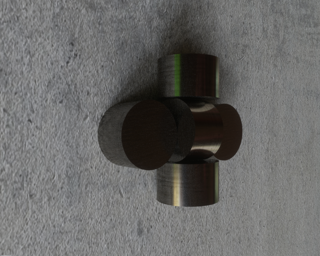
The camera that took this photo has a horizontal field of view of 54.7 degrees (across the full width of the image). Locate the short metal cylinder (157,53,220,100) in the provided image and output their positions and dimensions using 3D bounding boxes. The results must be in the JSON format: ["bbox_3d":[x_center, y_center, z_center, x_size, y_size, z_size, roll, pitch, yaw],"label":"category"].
[{"bbox_3d":[0.037,-0.063,0.402,0.081,0.080,0.050,0,90,-40],"label":"short metal cylinder"}]

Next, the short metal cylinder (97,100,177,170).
[{"bbox_3d":[-0.026,0.008,0.368,0.081,0.050,0.080,0,90,-41],"label":"short metal cylinder"}]

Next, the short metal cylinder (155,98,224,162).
[{"bbox_3d":[0.034,0.003,0.399,0.050,0.080,0.080,1,90,-40],"label":"short metal cylinder"}]

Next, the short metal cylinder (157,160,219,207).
[{"bbox_3d":[0.036,0.067,0.401,0.081,0.080,0.050,0,90,-40],"label":"short metal cylinder"}]

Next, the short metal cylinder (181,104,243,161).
[{"bbox_3d":[0.075,0.005,0.452,0.081,0.050,0.080,-1,91,-40],"label":"short metal cylinder"}]
